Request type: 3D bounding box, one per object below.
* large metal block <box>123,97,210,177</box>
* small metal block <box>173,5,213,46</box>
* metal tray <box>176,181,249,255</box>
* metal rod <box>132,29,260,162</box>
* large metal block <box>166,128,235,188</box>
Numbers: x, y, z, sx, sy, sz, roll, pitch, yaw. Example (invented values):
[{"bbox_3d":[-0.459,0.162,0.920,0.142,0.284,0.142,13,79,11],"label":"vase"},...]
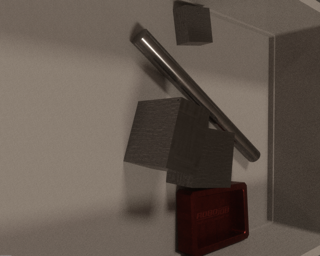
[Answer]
[{"bbox_3d":[0.007,0.011,0.379,0.050,0.080,0.080,21,77,-39],"label":"large metal block"},{"bbox_3d":[0.048,-0.147,0.449,0.050,0.025,0.050,-12,98,-40],"label":"small metal block"},{"bbox_3d":[0.084,0.133,0.472,0.131,0.030,0.089,1,86,-40],"label":"metal tray"},{"bbox_3d":[0.070,-0.032,0.467,0.301,0.025,0.025,41,65,-33],"label":"metal rod"},{"bbox_3d":[0.059,0.042,0.442,0.081,0.050,0.080,9,84,-40],"label":"large metal block"}]
